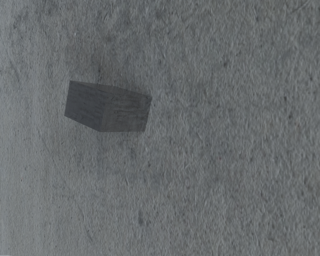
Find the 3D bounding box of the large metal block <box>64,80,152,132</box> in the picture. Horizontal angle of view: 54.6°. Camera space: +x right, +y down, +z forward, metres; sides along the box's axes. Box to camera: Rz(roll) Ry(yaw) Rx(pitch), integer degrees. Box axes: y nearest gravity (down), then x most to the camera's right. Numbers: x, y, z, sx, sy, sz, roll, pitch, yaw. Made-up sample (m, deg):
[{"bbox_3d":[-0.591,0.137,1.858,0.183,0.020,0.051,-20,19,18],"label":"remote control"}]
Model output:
[{"bbox_3d":[-0.071,-0.030,0.429,0.080,0.081,0.050,20,103,38],"label":"large metal block"}]
